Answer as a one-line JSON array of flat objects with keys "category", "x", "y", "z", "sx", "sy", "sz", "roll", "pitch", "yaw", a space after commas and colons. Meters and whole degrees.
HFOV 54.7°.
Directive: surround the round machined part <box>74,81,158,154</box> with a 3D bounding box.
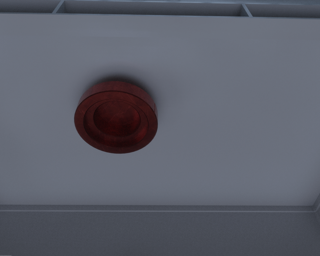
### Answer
[{"category": "round machined part", "x": -0.052, "y": -0.017, "z": 0.383, "sx": 0.099, "sy": 0.042, "sz": 0.097, "roll": -1, "pitch": 130, "yaw": 0}]
